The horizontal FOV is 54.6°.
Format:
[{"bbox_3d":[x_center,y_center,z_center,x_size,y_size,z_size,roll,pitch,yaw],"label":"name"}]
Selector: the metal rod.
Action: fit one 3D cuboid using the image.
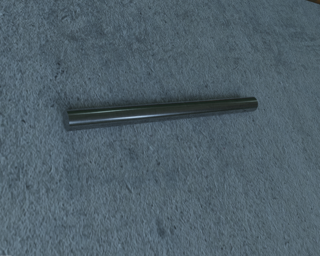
[{"bbox_3d":[0.022,-0.024,0.429,0.302,0.025,0.025,-7,65,-31],"label":"metal rod"}]
